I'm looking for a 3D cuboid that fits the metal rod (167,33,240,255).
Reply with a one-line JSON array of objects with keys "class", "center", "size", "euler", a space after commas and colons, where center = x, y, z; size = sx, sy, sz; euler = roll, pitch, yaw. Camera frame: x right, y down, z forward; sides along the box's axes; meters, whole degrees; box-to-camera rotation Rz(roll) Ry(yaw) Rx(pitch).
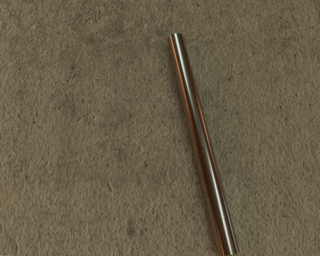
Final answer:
[{"class": "metal rod", "center": [0.051, 0.007, 0.406], "size": [0.025, 0.025, 0.299], "euler": [-10, 70, -4]}]
